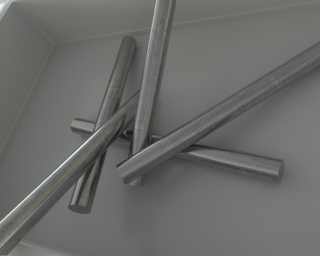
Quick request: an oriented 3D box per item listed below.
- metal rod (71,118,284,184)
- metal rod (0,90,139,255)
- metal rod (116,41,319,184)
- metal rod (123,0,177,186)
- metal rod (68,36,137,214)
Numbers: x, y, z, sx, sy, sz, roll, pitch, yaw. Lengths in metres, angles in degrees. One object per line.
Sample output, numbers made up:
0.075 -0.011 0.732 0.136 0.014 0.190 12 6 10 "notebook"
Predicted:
-0.002 0.020 0.394 0.300 0.025 0.025 11 67 32 "metal rod"
-0.085 0.033 0.342 0.025 0.025 0.301 4 35 30 "metal rod"
0.086 -0.026 0.354 0.301 0.025 0.025 -31 51 -1 "metal rod"
-0.006 -0.079 0.378 0.025 0.025 0.298 10 89 32 "metal rod"
-0.070 -0.028 0.431 0.025 0.025 0.300 -10 49 23 "metal rod"
